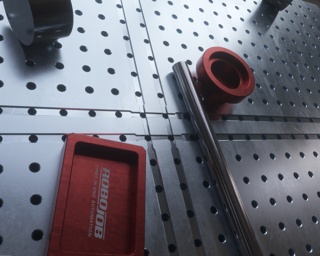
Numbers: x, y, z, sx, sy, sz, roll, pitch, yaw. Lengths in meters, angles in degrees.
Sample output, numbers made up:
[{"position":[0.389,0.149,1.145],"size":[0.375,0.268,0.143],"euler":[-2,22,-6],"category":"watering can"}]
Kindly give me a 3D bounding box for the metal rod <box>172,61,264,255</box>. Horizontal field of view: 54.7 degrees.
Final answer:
[{"position":[0.073,0.035,0.425],"size":[0.025,0.025,0.299],"euler":[-4,64,-30],"category":"metal rod"}]

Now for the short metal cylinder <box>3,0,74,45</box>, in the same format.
[{"position":[-0.151,-0.147,0.381],"size":[0.050,0.080,0.080],"euler":[-27,77,-37],"category":"short metal cylinder"}]

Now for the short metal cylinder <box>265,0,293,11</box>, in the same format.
[{"position":[0.290,-0.324,0.726],"size":[0.050,0.080,0.080],"euler":[34,51,-7],"category":"short metal cylinder"}]

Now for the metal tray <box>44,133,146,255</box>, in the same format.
[{"position":[-0.063,0.075,0.325],"size":[0.091,0.030,0.130],"euler":[13,56,-21],"category":"metal tray"}]

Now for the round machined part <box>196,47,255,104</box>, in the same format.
[{"position":[0.100,-0.080,0.500],"size":[0.099,0.042,0.098],"euler":[14,56,-21],"category":"round machined part"}]
